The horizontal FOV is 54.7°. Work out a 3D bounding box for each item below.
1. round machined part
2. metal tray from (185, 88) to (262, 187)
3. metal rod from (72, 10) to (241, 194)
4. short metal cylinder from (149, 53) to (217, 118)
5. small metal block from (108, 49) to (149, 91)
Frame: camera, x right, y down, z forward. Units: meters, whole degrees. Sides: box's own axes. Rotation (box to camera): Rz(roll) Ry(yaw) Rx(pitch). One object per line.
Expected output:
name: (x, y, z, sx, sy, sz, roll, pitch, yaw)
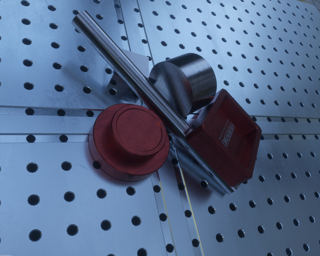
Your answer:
round machined part: (-0.032, 0.011, 0.374, 0.099, 0.042, 0.098, 14, 56, -21)
metal tray: (0.093, 0.008, 0.425, 0.090, 0.030, 0.131, 46, 35, -6)
metal rod: (-0.001, -0.030, 0.405, 0.300, 0.025, 0.025, 48, 51, -5)
short metal cylinder: (0.030, -0.058, 0.426, 0.050, 0.080, 0.080, -28, 78, -38)
small metal block: (-0.044, -0.080, 0.435, 0.050, 0.025, 0.050, 13, 56, -22)
